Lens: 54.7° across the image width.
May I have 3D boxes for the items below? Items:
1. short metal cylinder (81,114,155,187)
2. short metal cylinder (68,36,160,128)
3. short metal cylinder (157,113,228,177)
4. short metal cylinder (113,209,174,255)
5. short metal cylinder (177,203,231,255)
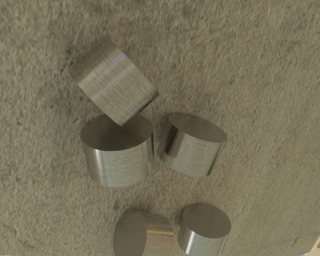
[{"bbox_3d":[-0.047,0.023,0.361,0.081,0.080,0.050,-16,125,-20],"label":"short metal cylinder"},{"bbox_3d":[-0.046,-0.046,0.318,0.050,0.080,0.080,-43,130,1],"label":"short metal cylinder"},{"bbox_3d":[0.042,0.020,0.408,0.081,0.080,0.050,5,116,-31],"label":"short metal cylinder"},{"bbox_3d":[-0.026,0.166,0.461,0.050,0.080,0.080,22,106,-37],"label":"short metal cylinder"},{"bbox_3d":[0.073,0.172,0.520,0.081,0.080,0.050,-4,120,-27],"label":"short metal cylinder"}]
